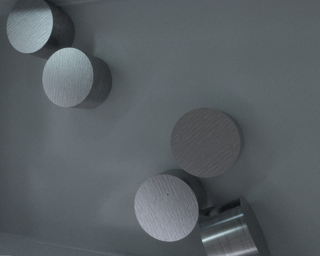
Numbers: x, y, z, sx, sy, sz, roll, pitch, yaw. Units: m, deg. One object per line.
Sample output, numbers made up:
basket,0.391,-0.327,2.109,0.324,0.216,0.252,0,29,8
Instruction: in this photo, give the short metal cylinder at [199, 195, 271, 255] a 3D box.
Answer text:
short metal cylinder,0.085,0.123,0.351,0.050,0.080,0.080,-26,82,18

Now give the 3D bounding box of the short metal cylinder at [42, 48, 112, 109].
short metal cylinder,-0.115,-0.068,0.437,0.080,0.050,0.079,0,90,19

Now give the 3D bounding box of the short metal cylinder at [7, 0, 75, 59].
short metal cylinder,-0.175,-0.145,0.457,0.080,0.050,0.079,0,90,19

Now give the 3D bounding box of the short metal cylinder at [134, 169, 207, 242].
short metal cylinder,0.015,0.095,0.391,0.080,0.050,0.079,0,90,19

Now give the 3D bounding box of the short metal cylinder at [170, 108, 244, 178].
short metal cylinder,0.059,0.017,0.376,0.080,0.050,0.079,0,90,19
